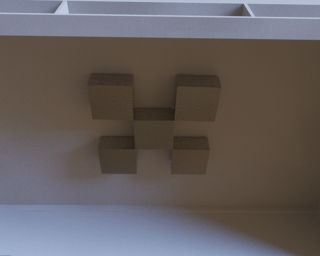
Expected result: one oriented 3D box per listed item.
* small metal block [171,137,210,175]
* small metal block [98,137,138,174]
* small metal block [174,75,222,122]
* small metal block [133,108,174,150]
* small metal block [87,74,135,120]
[{"bbox_3d":[0.041,0.040,0.440,0.050,0.025,0.050,1,130,-1],"label":"small metal block"},{"bbox_3d":[-0.058,0.039,0.439,0.050,0.025,0.050,0,130,-1],"label":"small metal block"},{"bbox_3d":[0.044,-0.035,0.376,0.050,0.025,0.050,2,130,-2],"label":"small metal block"},{"bbox_3d":[-0.008,0.002,0.407,0.050,0.025,0.050,0,130,-1],"label":"small metal block"},{"bbox_3d":[-0.057,-0.037,0.374,0.050,0.025,0.050,1,130,-1],"label":"small metal block"}]
